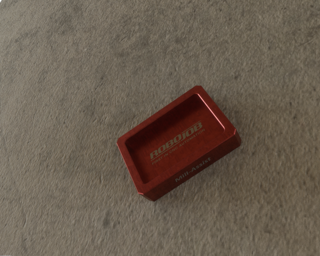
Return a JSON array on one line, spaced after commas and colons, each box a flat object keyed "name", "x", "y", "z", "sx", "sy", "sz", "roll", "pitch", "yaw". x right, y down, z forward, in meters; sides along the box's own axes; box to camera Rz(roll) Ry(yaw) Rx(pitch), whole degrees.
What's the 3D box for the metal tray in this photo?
[{"name": "metal tray", "x": 0.019, "y": 0.017, "z": 0.378, "sx": 0.130, "sy": 0.030, "sz": 0.090, "roll": -34, "pitch": 52, "yaw": 5}]
